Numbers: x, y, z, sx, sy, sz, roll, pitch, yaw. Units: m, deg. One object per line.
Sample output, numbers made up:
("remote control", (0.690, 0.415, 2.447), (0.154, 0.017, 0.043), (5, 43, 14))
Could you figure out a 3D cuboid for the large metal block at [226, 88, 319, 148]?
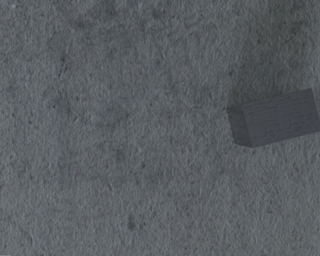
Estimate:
("large metal block", (0.136, -0.012, 0.384), (0.080, 0.080, 0.050), (-14, 90, 0))
